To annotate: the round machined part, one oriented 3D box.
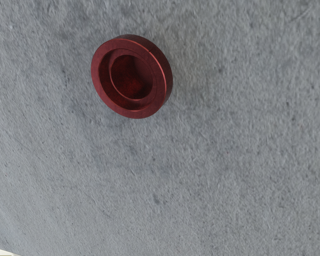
[{"bbox_3d":[-0.029,-0.063,0.371,0.098,0.042,0.097,13,124,20],"label":"round machined part"}]
